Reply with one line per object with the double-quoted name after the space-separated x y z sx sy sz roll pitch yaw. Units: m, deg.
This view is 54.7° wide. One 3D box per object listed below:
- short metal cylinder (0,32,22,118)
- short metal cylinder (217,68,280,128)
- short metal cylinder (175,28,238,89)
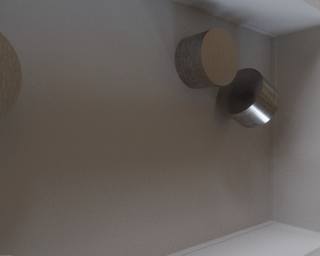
-0.159 -0.042 0.240 0.080 0.050 0.079 -7 98 -61 "short metal cylinder"
0.137 -0.046 0.486 0.050 0.080 0.080 31 71 -36 "short metal cylinder"
0.068 -0.098 0.447 0.081 0.050 0.080 0 90 -40 "short metal cylinder"
